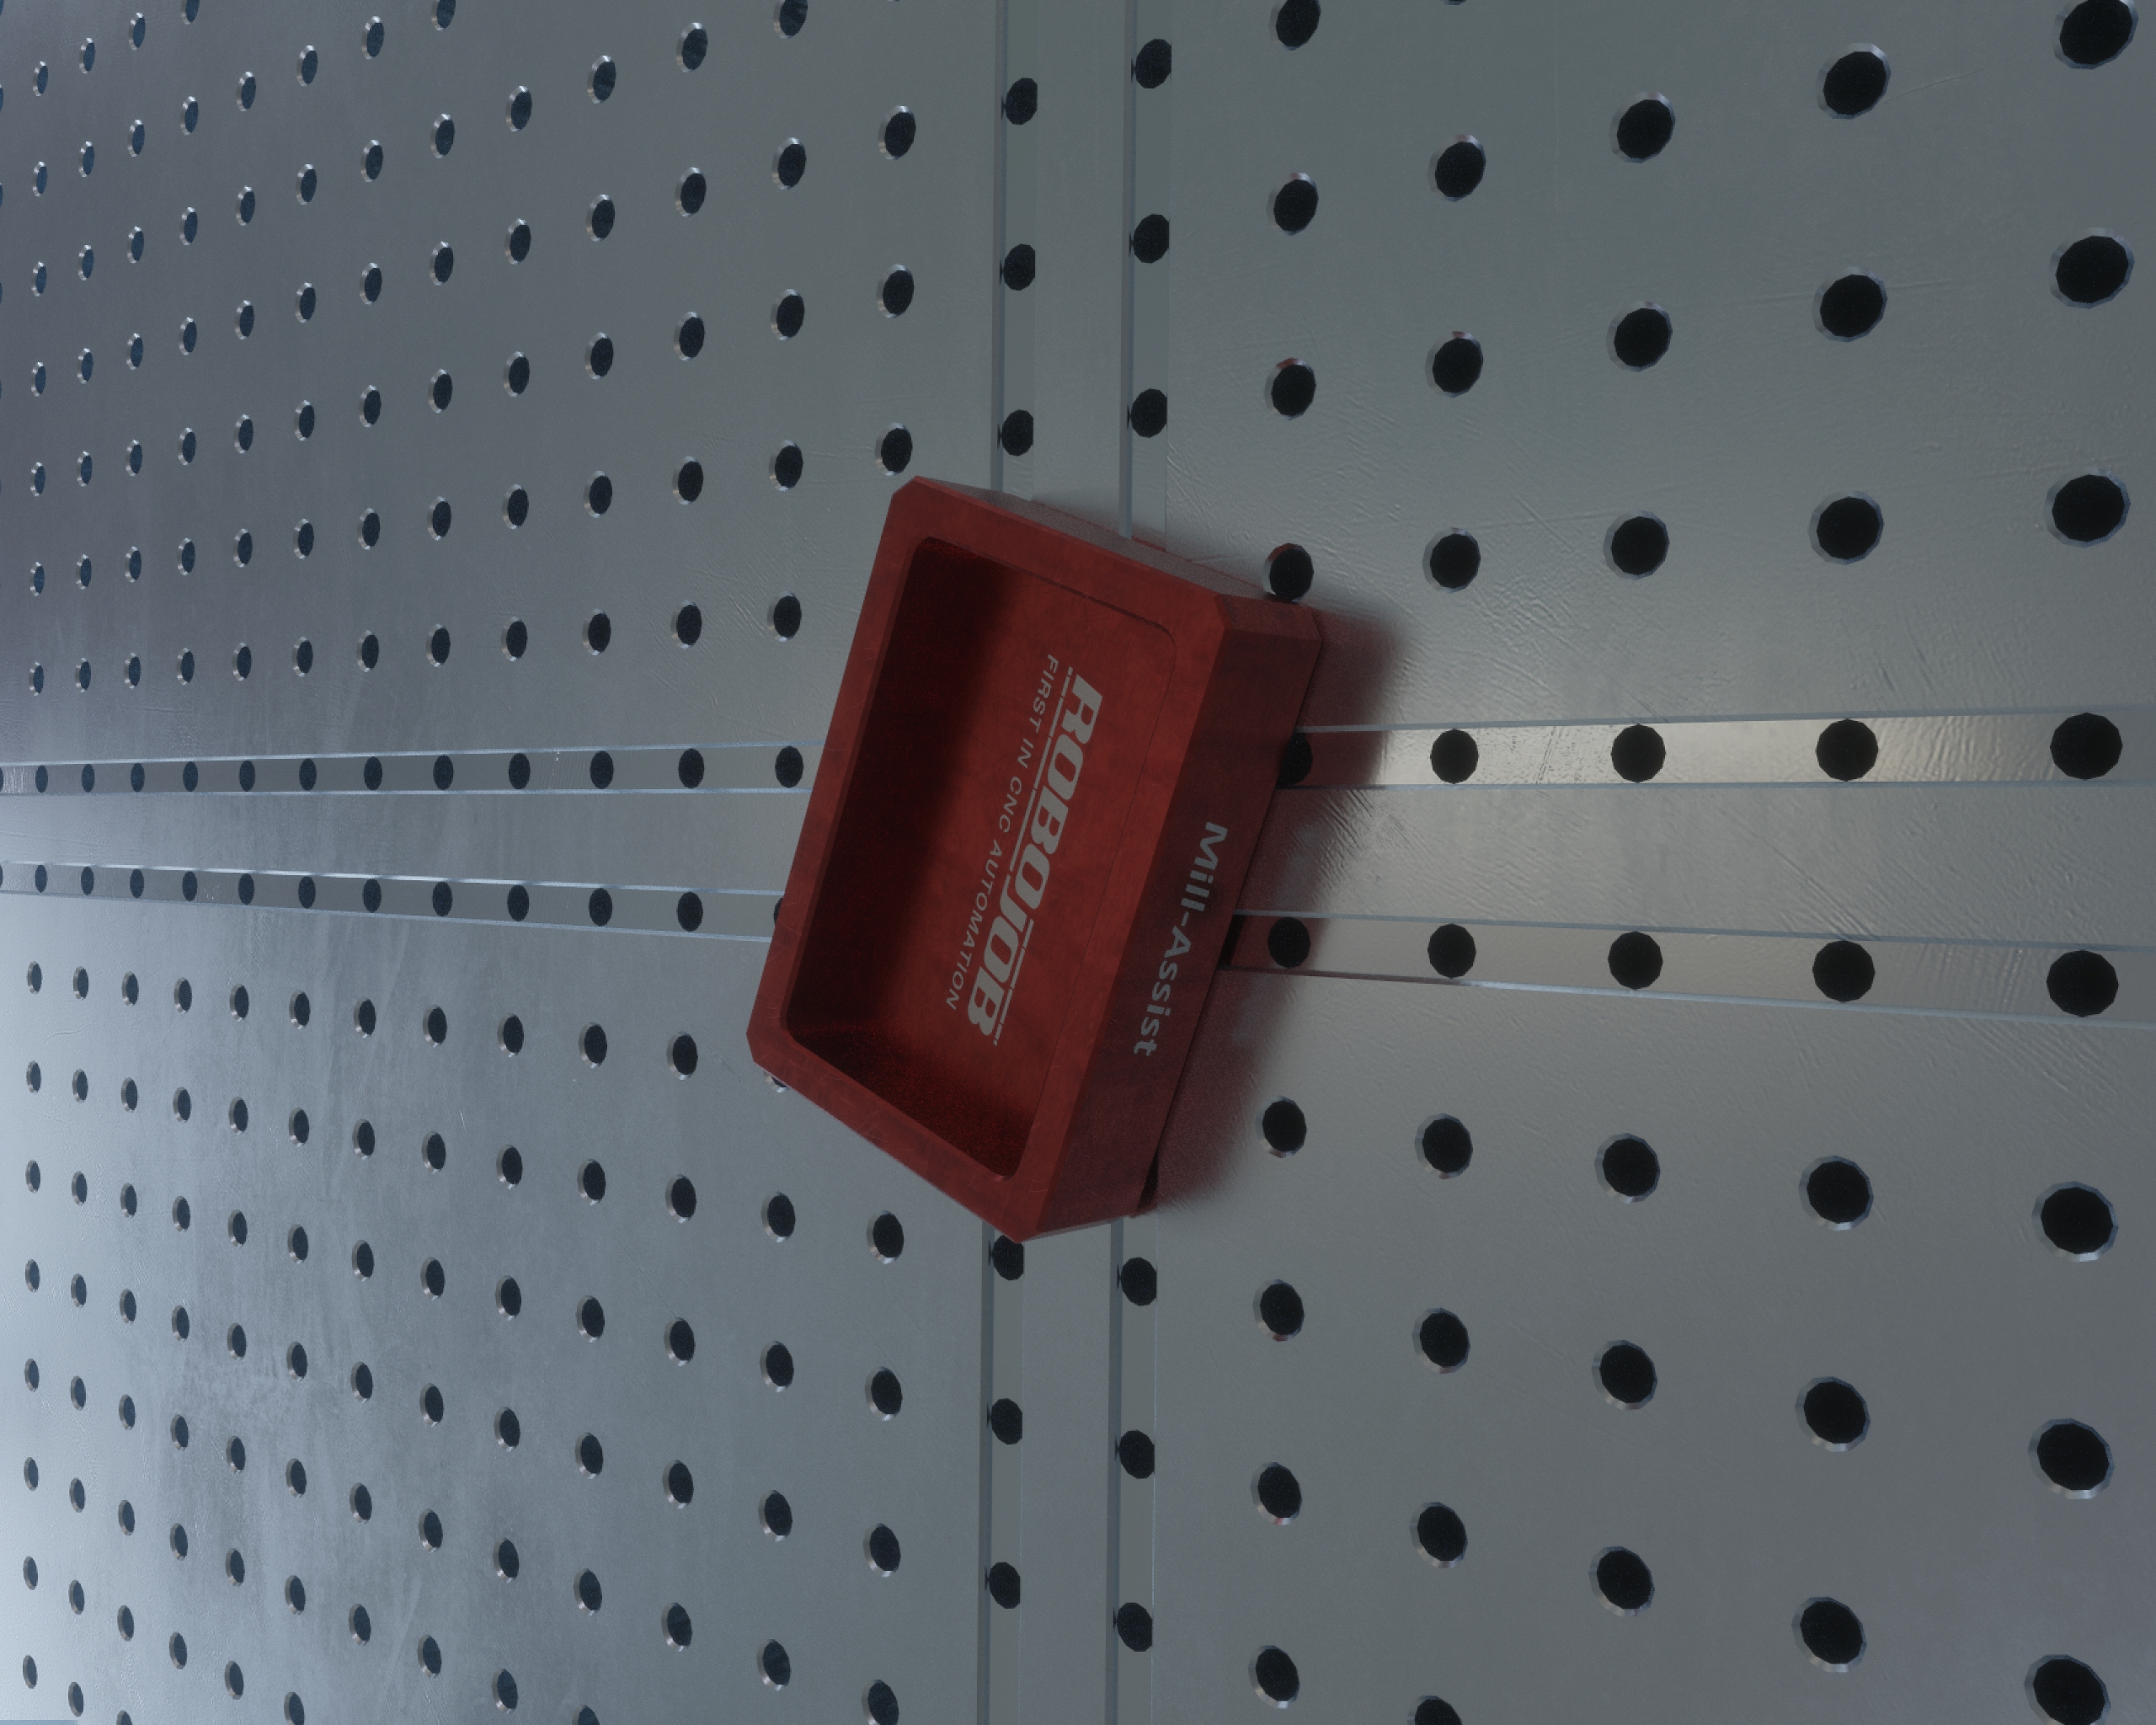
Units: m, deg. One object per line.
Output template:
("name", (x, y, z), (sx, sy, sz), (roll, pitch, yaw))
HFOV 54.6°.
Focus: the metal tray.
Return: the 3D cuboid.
("metal tray", (-0.013, -0.002, 0.417), (0.090, 0.030, 0.129), (27, 107, 36))
